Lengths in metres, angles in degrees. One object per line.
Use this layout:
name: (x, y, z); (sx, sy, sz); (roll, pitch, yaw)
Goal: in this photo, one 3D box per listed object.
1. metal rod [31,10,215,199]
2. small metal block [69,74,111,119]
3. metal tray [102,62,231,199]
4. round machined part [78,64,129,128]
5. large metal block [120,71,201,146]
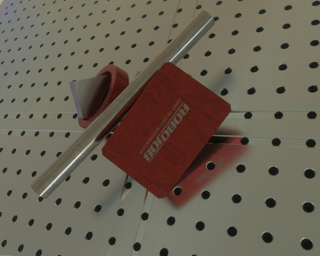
metal rod: (-0.042, -0.033, 0.384); (0.300, 0.025, 0.025); (-47, 52, -5)
small metal block: (-0.092, -0.045, 0.430); (0.050, 0.050, 0.025); (-18, 14, -27)
metal tray: (0.007, 0.003, 0.355); (0.090, 0.030, 0.130); (37, 96, 7)
round machined part: (-0.072, -0.037, 0.439); (0.098, 0.042, 0.098); (-34, 42, 38)
large metal block: (0.000, -0.025, 0.406); (0.080, 0.050, 0.080); (9, 66, 32)
